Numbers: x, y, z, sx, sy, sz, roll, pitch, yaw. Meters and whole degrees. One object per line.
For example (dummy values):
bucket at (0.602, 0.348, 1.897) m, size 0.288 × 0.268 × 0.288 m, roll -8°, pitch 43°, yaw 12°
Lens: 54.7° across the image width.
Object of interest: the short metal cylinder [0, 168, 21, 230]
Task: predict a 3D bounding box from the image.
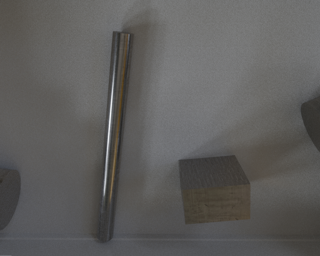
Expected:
short metal cylinder at (-0.228, 0.092, 0.413) m, size 0.050 × 0.080 × 0.079 m, roll 9°, pitch 110°, yaw -4°

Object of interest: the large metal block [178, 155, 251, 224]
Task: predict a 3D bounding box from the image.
large metal block at (0.069, 0.079, 0.412) m, size 0.080 × 0.080 × 0.050 m, roll -5°, pitch 110°, yaw 1°

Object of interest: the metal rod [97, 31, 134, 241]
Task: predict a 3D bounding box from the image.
metal rod at (-0.064, 0.025, 0.419) m, size 0.025 × 0.025 × 0.298 m, roll 7°, pitch 110°, yaw -3°

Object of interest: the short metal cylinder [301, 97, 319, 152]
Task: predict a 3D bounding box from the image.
short metal cylinder at (0.220, -0.005, 0.383) m, size 0.050 × 0.080 × 0.080 m, roll -23°, pitch 109°, yaw 8°
